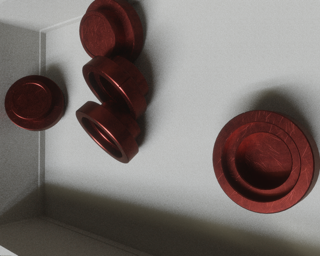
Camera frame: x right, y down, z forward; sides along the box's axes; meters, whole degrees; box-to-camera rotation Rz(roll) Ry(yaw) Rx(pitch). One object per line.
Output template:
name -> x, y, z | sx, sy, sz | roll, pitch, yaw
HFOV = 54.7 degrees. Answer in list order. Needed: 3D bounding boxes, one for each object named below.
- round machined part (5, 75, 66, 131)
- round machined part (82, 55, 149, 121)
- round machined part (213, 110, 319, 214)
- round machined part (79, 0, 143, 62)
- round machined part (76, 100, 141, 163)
round machined part -> -0.218, -0.045, 0.535 | 0.042, 0.099, 0.097 | 127, 134, -80
round machined part -> -0.054, -0.057, 0.415 | 0.098, 0.098, 0.042 | 27, 63, 36
round machined part -> 0.106, 0.031, 0.308 | 0.098, 0.042, 0.097 | 0, 90, 39
round machined part -> -0.075, -0.131, 0.435 | 0.098, 0.042, 0.097 | 16, 120, 31
round machined part -> -0.065, 0.000, 0.425 | 0.098, 0.098, 0.042 | 27, 63, 36
